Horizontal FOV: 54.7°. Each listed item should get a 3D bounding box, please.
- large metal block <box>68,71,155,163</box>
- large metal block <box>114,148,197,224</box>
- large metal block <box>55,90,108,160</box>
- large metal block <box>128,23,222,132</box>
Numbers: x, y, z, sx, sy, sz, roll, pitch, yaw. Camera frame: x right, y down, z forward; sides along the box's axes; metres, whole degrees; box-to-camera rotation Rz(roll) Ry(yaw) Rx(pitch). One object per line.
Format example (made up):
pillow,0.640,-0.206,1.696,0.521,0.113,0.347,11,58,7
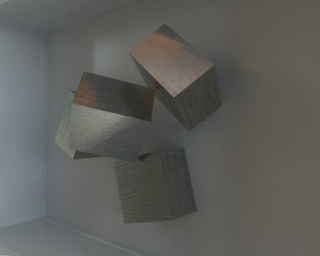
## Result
large metal block,-0.056,-0.010,0.357,0.079,0.081,0.050,113,166,-48
large metal block,-0.007,0.074,0.397,0.080,0.050,0.080,-18,79,38
large metal block,-0.094,-0.004,0.448,0.050,0.081,0.079,34,111,35
large metal block,0.019,-0.054,0.346,0.050,0.080,0.080,-39,61,-4
